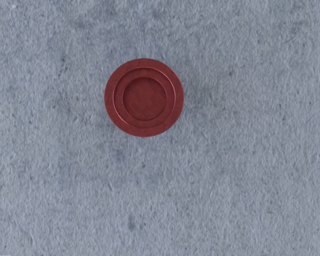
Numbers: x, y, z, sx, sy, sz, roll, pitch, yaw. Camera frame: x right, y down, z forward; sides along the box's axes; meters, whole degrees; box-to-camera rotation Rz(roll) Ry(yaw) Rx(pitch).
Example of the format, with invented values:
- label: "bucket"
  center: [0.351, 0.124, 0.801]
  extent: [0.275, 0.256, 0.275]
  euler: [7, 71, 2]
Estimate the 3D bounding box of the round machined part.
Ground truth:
- label: "round machined part"
  center: [-0.019, -0.037, 0.401]
  extent: [0.099, 0.042, 0.097]
  euler: [0, 90, -1]
